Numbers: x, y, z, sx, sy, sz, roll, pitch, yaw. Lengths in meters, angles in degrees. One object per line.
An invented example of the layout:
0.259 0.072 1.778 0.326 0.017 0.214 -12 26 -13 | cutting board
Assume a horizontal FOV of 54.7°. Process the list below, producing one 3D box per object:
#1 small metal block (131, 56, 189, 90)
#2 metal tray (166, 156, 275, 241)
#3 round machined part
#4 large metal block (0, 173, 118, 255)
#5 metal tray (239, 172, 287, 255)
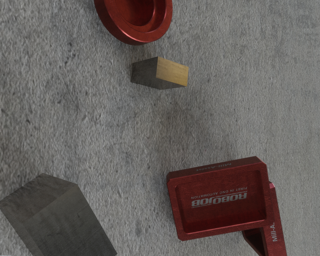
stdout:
-0.001 -0.067 0.390 0.050 0.050 0.025 9 85 -40 | small metal block
0.081 0.095 0.420 0.131 0.030 0.089 -11 100 2 | metal tray
-0.035 -0.146 0.366 0.099 0.042 0.097 0 90 -40 | round machined part
-0.097 0.094 0.289 0.050 0.080 0.080 -37 113 -34 | large metal block
0.155 0.137 0.493 0.030 0.090 0.129 -16 102 -9 | metal tray
